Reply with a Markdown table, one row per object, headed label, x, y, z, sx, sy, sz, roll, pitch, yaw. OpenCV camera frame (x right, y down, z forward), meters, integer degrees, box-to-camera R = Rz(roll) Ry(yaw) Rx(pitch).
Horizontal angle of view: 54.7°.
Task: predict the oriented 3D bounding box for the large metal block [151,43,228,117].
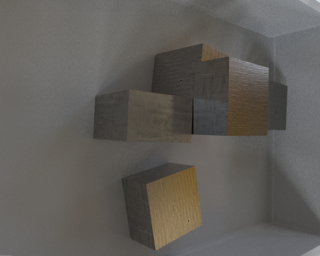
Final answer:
| label | x | y | z | sx | sy | sz | roll | pitch | yaw |
| --- | --- | --- | --- | --- | --- | --- | --- | --- | --- |
| large metal block | 0.036 | -0.056 | 0.402 | 0.050 | 0.080 | 0.080 | 11 | 83 | -43 |

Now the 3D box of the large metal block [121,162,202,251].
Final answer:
| label | x | y | z | sx | sy | sz | roll | pitch | yaw |
| --- | --- | --- | --- | --- | --- | --- | --- | --- | --- |
| large metal block | 0.004 | 0.095 | 0.396 | 0.081 | 0.050 | 0.079 | -13 | 99 | -40 |

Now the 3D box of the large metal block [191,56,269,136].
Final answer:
| label | x | y | z | sx | sy | sz | roll | pitch | yaw |
| --- | --- | --- | --- | --- | --- | --- | --- | --- | --- |
| large metal block | 0.081 | -0.032 | 0.355 | 0.081 | 0.050 | 0.079 | 1 | 90 | -43 |

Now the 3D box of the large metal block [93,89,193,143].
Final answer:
| label | x | y | z | sx | sy | sz | roll | pitch | yaw |
| --- | --- | --- | --- | --- | --- | --- | --- | --- | --- |
| large metal block | -0.021 | -0.010 | 0.351 | 0.081 | 0.080 | 0.050 | 3 | 88 | -35 |

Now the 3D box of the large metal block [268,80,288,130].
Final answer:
| label | x | y | z | sx | sy | sz | roll | pitch | yaw |
| --- | --- | --- | --- | --- | --- | --- | --- | --- | --- |
| large metal block | 0.178 | -0.038 | 0.543 | 0.081 | 0.050 | 0.080 | 5 | 87 | -40 |
